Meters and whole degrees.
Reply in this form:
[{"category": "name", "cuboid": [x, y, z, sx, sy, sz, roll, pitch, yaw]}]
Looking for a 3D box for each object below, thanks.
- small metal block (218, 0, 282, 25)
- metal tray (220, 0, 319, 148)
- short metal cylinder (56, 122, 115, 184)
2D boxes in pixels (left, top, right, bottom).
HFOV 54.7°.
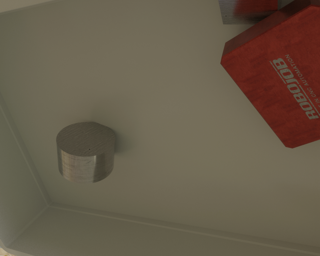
[{"category": "small metal block", "cuboid": [0.080, -0.119, 0.276, 0.050, 0.025, 0.050, 8, 159, 23]}, {"category": "metal tray", "cuboid": [0.131, -0.045, 0.290, 0.090, 0.030, 0.130, -27, 118, 37]}, {"category": "short metal cylinder", "cuboid": [-0.106, 0.034, 0.448, 0.080, 0.080, 0.050, 20, 126, 16]}]
